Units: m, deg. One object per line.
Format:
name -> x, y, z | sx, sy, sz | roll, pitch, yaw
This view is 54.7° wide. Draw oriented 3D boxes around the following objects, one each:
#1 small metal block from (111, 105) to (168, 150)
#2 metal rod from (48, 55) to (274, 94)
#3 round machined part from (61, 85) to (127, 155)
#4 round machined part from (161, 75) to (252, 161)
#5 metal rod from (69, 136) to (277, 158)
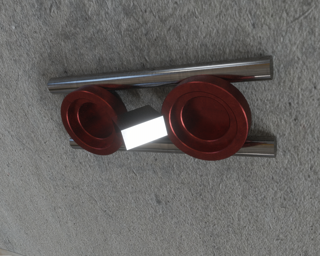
small metal block -> -0.026, -0.002, 0.370 | 0.050, 0.050, 0.025 | -138, 31, -61
metal rod -> -0.021, -0.061, 0.381 | 0.300, 0.025, 0.025 | 0, 119, 28
round machined part -> -0.083, -0.014, 0.427 | 0.098, 0.042, 0.097 | 13, 124, 21
round machined part -> 0.054, -0.014, 0.353 | 0.098, 0.042, 0.097 | 13, 124, 21
metal rod -> -0.002, 0.021, 0.422 | 0.300, 0.025, 0.025 | 0, 119, 28
